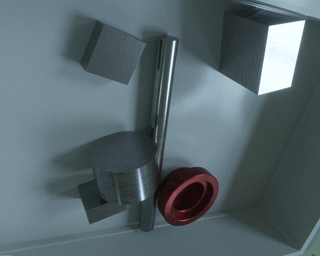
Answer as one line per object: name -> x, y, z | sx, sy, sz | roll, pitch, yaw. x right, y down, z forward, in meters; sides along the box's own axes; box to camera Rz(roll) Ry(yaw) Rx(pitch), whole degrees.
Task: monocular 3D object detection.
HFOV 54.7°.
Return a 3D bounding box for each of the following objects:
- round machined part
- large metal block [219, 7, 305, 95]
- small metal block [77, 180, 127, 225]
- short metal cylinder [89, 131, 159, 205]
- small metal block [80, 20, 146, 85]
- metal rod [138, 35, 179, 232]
round machined part -> 0.039, 0.100, 0.481 | 0.099, 0.042, 0.097 | -16, 126, -24
large metal block -> 0.120, -0.097, 0.381 | 0.050, 0.080, 0.079 | -15, 125, -20
small metal block -> -0.077, 0.092, 0.409 | 0.050, 0.050, 0.025 | -17, 126, -19
short metal cylinder -> -0.042, 0.047, 0.380 | 0.081, 0.080, 0.050 | -17, 125, -19
small metal block -> -0.051, -0.080, 0.333 | 0.050, 0.025, 0.050 | 15, 111, -35
metal rod -> -0.006, 0.027, 0.423 | 0.025, 0.025, 0.298 | -8, 122, -25
